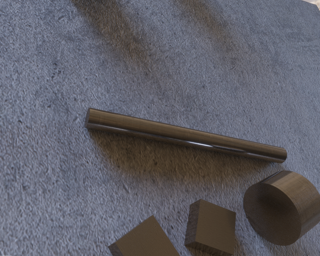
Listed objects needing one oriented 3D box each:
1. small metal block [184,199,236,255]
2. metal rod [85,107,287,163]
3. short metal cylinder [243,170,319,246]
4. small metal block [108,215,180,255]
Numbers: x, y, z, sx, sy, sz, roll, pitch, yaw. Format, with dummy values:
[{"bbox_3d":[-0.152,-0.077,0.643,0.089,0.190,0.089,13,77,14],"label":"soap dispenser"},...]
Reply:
[{"bbox_3d":[0.060,0.119,0.366,0.050,0.025,0.050,24,53,-14],"label":"small metal block"},{"bbox_3d":[0.051,0.015,0.423,0.302,0.025,0.025,11,57,-23],"label":"metal rod"},{"bbox_3d":[0.155,0.100,0.393,0.050,0.080,0.080,-16,70,-35],"label":"short metal cylinder"},{"bbox_3d":[-0.016,0.127,0.319,0.050,0.025,0.050,-27,77,-37],"label":"small metal block"}]
